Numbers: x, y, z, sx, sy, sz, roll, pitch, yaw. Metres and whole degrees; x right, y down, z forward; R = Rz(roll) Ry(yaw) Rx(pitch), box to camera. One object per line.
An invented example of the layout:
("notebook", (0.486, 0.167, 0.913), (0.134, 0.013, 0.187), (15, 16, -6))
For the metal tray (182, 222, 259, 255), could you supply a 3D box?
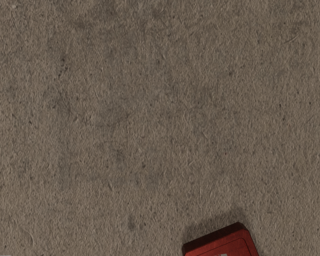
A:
("metal tray", (0.094, 0.203, 0.408), (0.090, 0.030, 0.129), (-22, 90, -1))
